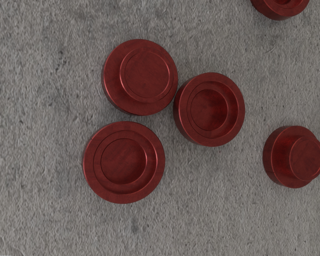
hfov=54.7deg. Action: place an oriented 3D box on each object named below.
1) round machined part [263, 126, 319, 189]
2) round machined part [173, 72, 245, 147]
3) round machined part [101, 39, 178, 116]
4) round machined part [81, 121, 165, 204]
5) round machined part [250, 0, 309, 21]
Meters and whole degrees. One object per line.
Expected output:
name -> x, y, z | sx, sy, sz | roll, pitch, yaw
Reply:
round machined part -> 0.212, 0.045, 0.478 | 0.099, 0.042, 0.097 | 0, 90, -20
round machined part -> 0.063, -0.024, 0.423 | 0.099, 0.042, 0.097 | 0, 90, -20
round machined part -> -0.022, -0.064, 0.392 | 0.099, 0.042, 0.097 | 0, 90, -20
round machined part -> -0.047, 0.040, 0.383 | 0.099, 0.042, 0.097 | 0, 90, -20
round machined part -> 0.173, -0.209, 0.463 | 0.099, 0.042, 0.097 | 0, 90, -20
